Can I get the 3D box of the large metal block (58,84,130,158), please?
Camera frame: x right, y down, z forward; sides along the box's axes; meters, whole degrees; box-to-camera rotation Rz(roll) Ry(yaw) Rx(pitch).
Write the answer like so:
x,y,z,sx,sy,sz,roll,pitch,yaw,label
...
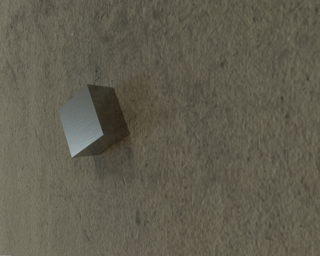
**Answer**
x,y,z,sx,sy,sz,roll,pitch,yaw,label
-0.101,-0.009,0.470,0.080,0.050,0.080,-33,70,35,large metal block
